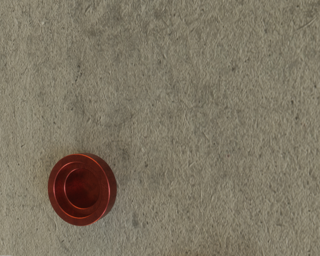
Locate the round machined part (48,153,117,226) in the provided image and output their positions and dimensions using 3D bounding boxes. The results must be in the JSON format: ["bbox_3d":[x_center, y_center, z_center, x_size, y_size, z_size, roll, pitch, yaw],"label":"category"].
[{"bbox_3d":[-0.104,0.084,0.437,0.098,0.042,0.097,0,90,20],"label":"round machined part"}]
